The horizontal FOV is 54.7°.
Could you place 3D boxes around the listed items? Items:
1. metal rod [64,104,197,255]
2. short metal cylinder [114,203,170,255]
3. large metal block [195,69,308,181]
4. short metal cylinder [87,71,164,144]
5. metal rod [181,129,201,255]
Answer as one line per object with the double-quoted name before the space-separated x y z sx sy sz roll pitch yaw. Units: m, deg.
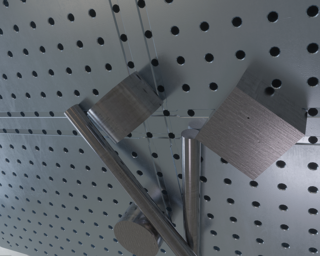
"metal rod" -0.042 0.090 0.470 0.025 0.025 0.300 -36 93 38
"short metal cylinder" -0.028 0.166 0.513 0.080 0.050 0.079 13 124 21
"large metal block" 0.099 -0.003 0.341 0.080 0.050 0.079 36 129 4
"short metal cylinder" -0.042 -0.025 0.382 0.050 0.080 0.080 49 129 -7
"metal rod" 0.048 0.136 0.469 0.025 0.025 0.298 10 123 22
